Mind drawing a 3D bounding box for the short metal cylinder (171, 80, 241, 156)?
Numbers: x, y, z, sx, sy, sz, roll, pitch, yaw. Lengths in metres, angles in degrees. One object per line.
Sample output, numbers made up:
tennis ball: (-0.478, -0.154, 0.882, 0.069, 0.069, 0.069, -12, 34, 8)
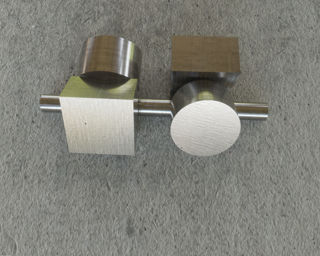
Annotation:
short metal cylinder: (0.053, -0.012, 0.378, 0.080, 0.079, 0.050, 2, 35, 0)

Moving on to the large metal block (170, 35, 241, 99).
large metal block: (0.055, -0.076, 0.408, 0.080, 0.080, 0.050, 1, 70, 0)

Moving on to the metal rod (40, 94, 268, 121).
metal rod: (-0.008, -0.028, 0.421, 0.302, 0.025, 0.025, 2, 70, 0)

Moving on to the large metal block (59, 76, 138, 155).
large metal block: (-0.069, -0.015, 0.378, 0.080, 0.079, 0.050, 3, 36, 0)

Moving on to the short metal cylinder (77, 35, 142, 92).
short metal cylinder: (-0.065, -0.076, 0.407, 0.080, 0.080, 0.050, 3, 70, 1)
